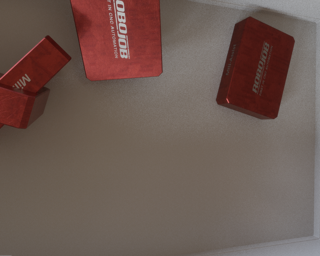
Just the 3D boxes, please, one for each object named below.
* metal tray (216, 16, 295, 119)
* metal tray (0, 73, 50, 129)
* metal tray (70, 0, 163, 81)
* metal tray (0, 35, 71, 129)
[{"bbox_3d":[0.143,-0.086,0.460,0.091,0.030,0.129,17,84,-19],"label":"metal tray"},{"bbox_3d":[-0.179,-0.040,0.290,0.131,0.090,0.030,17,98,-14],"label":"metal tray"},{"bbox_3d":[-0.045,-0.118,0.342,0.091,0.030,0.129,-5,127,-2],"label":"metal tray"},{"bbox_3d":[-0.154,-0.034,0.317,0.030,0.090,0.130,46,75,-22],"label":"metal tray"}]
